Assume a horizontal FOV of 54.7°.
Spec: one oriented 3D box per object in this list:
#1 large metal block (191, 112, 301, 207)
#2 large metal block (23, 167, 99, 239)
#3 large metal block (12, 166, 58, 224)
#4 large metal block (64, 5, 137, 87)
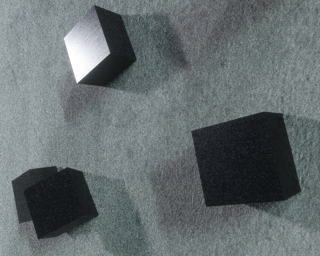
[{"bbox_3d":[0.086,0.033,0.316,0.080,0.050,0.080,-17,80,38],"label":"large metal block"},{"bbox_3d":[-0.157,0.120,0.493,0.080,0.050,0.080,-28,70,4],"label":"large metal block"},{"bbox_3d":[-0.224,0.122,0.568,0.080,0.050,0.080,-29,72,39],"label":"large metal block"},{"bbox_3d":[-0.091,-0.118,0.461,0.080,0.050,0.080,-31,71,35],"label":"large metal block"}]
